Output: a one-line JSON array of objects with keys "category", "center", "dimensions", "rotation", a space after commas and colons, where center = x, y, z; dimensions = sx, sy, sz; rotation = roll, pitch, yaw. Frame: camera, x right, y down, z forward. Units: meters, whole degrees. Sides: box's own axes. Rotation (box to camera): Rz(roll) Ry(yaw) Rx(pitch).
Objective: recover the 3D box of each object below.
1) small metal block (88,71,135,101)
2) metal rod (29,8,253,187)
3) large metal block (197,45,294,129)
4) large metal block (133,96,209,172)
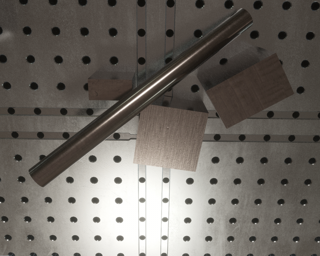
[{"category": "small metal block", "center": [-0.057, -0.052, 0.380], "dimensions": [0.050, 0.050, 0.025], "rotation": [1, 110, -1]}, {"category": "metal rod", "center": [-0.016, -0.039, 0.351], "dimensions": [0.301, 0.025, 0.025], "rotation": [-38, 107, -6]}, {"category": "large metal block", "center": [0.096, -0.052, 0.366], "dimensions": [0.080, 0.080, 0.050], "rotation": [-29, 108, 10]}, {"category": "large metal block", "center": [0.012, 0.005, 0.402], "dimensions": [0.081, 0.050, 0.079], "rotation": [8, 110, -4]}]
